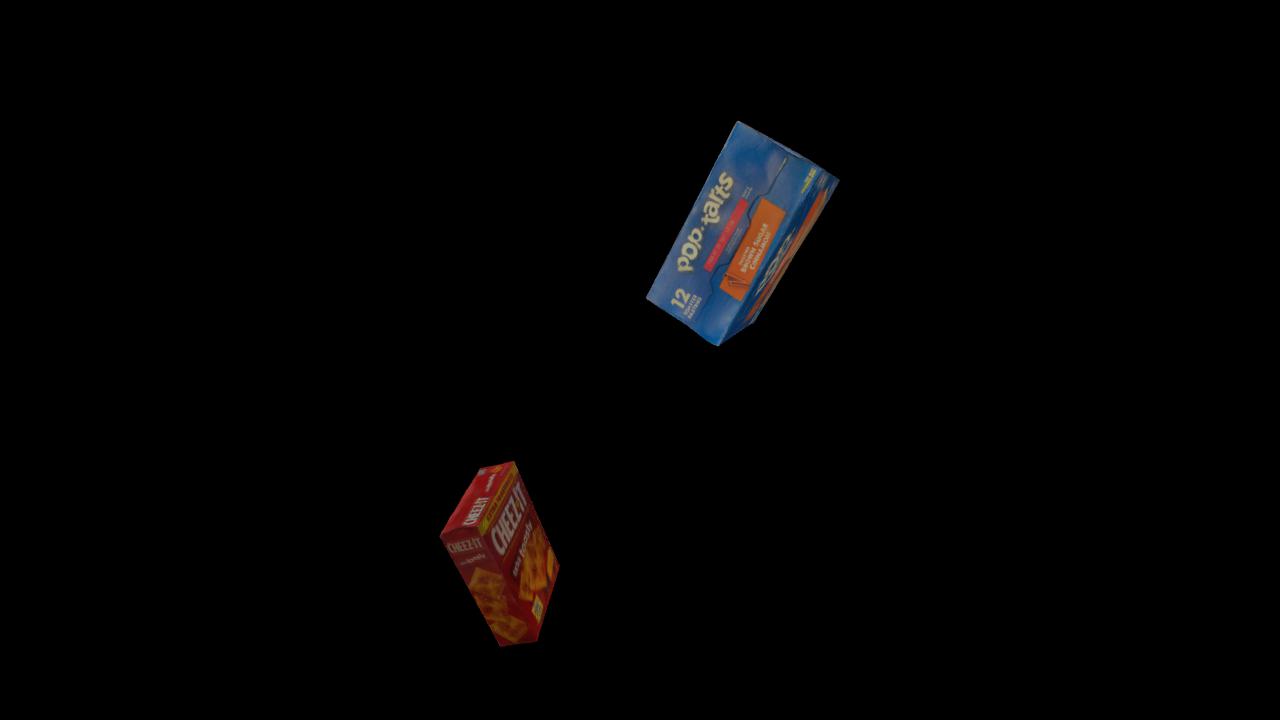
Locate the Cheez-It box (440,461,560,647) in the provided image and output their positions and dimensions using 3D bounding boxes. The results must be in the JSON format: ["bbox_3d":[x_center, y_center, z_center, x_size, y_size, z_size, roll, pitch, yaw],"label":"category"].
[{"bbox_3d":[-0.205,0.294,0.945,0.071,0.223,0.166,-14,21,12],"label":"Cheez-It box"}]

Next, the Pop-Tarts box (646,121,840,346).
[{"bbox_3d":[0.098,-0.113,0.566,0.083,0.167,0.141,33,22,14],"label":"Pop-Tarts box"}]
